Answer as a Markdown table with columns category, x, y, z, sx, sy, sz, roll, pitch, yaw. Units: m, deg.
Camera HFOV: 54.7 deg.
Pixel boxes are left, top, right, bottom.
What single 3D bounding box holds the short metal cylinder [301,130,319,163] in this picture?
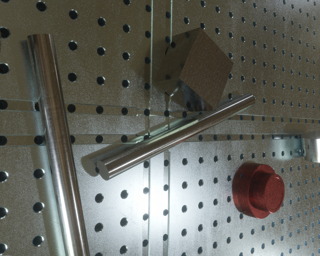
| category | x | y | z | sx | sy | sz | roll | pitch | yaw |
| --- | --- | --- | --- | --- | --- | --- | --- | --- | --- |
| short metal cylinder | 0.349 | 0.038 | 0.665 | 0.081 | 0.080 | 0.050 | -17 | 101 | -39 |

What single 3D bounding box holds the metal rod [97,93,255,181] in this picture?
| category | x | y | z | sx | sy | sz | roll | pitch | yaw |
| --- | --- | --- | --- | --- | --- | --- | --- | --- | --- |
| metal rod | 0.045 | 0.000 | 0.446 | 0.302 | 0.025 | 0.025 | -24 | 105 | -37 |

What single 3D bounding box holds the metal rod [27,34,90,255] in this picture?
| category | x | y | z | sx | sy | sz | roll | pitch | yaw |
| --- | --- | --- | --- | --- | --- | --- | --- | --- | --- |
| metal rod | -0.100 | 0.056 | 0.325 | 0.025 | 0.025 | 0.298 | -13 | 98 | -39 |

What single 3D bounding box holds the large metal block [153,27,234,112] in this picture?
| category | x | y | z | sx | sy | sz | roll | pitch | yaw |
| --- | --- | --- | --- | --- | --- | --- | --- | --- | --- |
| large metal block | 0.049 | -0.078 | 0.434 | 0.080 | 0.050 | 0.080 | 35 | 68 | -35 |

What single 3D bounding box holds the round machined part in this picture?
| category | x | y | z | sx | sy | sz | roll | pitch | yaw |
| --- | --- | --- | --- | --- | --- | --- | --- | --- | --- |
| round machined part | 0.187 | 0.114 | 0.555 | 0.099 | 0.042 | 0.097 | 0 | 90 | -40 |
